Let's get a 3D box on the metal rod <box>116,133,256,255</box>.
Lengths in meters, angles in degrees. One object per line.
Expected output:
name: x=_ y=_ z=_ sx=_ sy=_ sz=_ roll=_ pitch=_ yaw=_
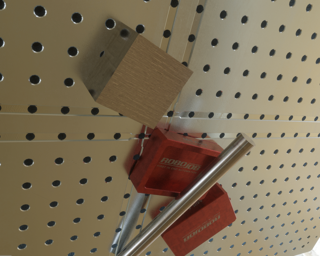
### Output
metal rod: x=0.025 y=0.120 z=0.461 sx=0.025 sy=0.025 sz=0.299 roll=24 pitch=117 yaw=-37

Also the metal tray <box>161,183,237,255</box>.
metal tray: x=0.066 y=0.164 z=0.546 sx=0.131 sy=0.030 sz=0.090 roll=-32 pitch=129 yaw=-8

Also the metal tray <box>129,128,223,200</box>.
metal tray: x=0.031 y=0.058 z=0.460 sx=0.131 sy=0.030 sz=0.089 roll=16 pitch=110 yaw=-35

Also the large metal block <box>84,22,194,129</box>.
large metal block: x=-0.024 y=-0.056 z=0.347 sx=0.080 sy=0.050 sz=0.080 roll=26 pitch=104 yaw=-37
